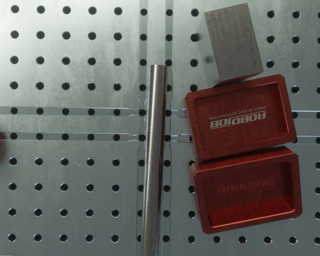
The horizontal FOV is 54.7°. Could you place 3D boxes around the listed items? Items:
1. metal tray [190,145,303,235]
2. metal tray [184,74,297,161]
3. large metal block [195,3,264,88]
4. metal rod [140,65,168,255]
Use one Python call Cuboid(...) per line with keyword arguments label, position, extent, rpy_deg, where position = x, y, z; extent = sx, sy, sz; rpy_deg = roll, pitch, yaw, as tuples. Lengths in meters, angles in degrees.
Cuboid(label="metal tray", position=(0.112, 0.080, 0.401), extent=(0.131, 0.030, 0.089), rpy_deg=(-11, 105, -1))
Cuboid(label="metal tray", position=(0.104, -0.014, 0.412), extent=(0.131, 0.030, 0.089), rpy_deg=(-12, 90, -1))
Cuboid(label="large metal block", position=(0.083, -0.097, 0.387), extent=(0.050, 0.080, 0.080), rpy_deg=(-13, 90, 0))
Cuboid(label="metal rod", position=(-0.009, 0.067, 0.413), extent=(0.025, 0.025, 0.298), rpy_deg=(3, 90, -1))
